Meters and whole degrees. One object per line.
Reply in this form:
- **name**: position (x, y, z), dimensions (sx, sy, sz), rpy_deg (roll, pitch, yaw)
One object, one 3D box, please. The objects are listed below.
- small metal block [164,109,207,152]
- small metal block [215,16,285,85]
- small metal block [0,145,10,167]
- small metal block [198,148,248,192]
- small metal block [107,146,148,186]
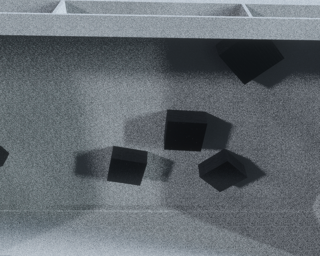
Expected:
- **small metal block**: position (0.033, 0.004, 0.413), dimensions (0.050, 0.025, 0.050), rpy_deg (3, 130, -4)
- **small metal block**: position (0.098, -0.084, 0.339), dimensions (0.050, 0.025, 0.050), rpy_deg (-35, 123, 25)
- **small metal block**: position (-0.254, 0.036, 0.436), dimensions (0.050, 0.025, 0.050), rpy_deg (-20, 128, 15)
- **small metal block**: position (0.094, 0.065, 0.466), dimensions (0.050, 0.025, 0.050), rpy_deg (-36, 122, 26)
- **small metal block**: position (-0.049, 0.056, 0.456), dimensions (0.050, 0.025, 0.050), rpy_deg (10, 129, -9)
